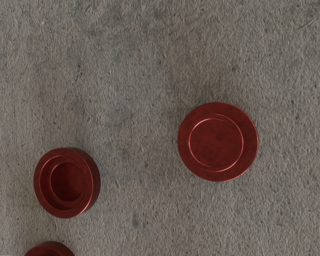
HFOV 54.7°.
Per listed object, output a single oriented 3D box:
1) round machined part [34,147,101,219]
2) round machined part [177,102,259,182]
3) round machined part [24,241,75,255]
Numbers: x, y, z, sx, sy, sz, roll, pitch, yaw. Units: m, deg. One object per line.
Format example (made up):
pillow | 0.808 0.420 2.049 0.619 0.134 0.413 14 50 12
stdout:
round machined part | -0.128 0.076 0.445 0.098 0.042 0.097 0 90 20
round machined part | 0.068 0.017 0.376 0.098 0.042 0.097 0 90 20
round machined part | -0.171 0.224 0.460 0.098 0.042 0.097 0 90 20
